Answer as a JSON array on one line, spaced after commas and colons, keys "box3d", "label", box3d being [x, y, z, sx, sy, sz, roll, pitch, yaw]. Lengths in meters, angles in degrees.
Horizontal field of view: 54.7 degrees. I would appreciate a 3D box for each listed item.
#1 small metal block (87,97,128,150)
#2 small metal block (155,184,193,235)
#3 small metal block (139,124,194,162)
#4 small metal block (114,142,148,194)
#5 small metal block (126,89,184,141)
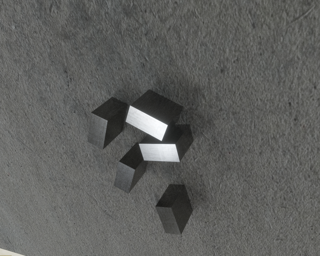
[{"box3d": [-0.072, -0.007, 0.424, 0.025, 0.050, 0.050, 26, 128, 12], "label": "small metal block"}, {"box3d": [0.022, 0.118, 0.452, 0.025, 0.050, 0.050, -5, 116, 30], "label": "small metal block"}, {"box3d": [0.009, 0.018, 0.397, 0.050, 0.050, 0.025, -1, 118, 28], "label": "small metal block"}, {"box3d": [-0.039, 0.057, 0.447, 0.025, 0.050, 0.050, 26, 128, 12], "label": "small metal block"}, {"box3d": [-0.006, -0.017, 0.383, 0.050, 0.050, 0.025, 28, 128, 10], "label": "small metal block"}]
